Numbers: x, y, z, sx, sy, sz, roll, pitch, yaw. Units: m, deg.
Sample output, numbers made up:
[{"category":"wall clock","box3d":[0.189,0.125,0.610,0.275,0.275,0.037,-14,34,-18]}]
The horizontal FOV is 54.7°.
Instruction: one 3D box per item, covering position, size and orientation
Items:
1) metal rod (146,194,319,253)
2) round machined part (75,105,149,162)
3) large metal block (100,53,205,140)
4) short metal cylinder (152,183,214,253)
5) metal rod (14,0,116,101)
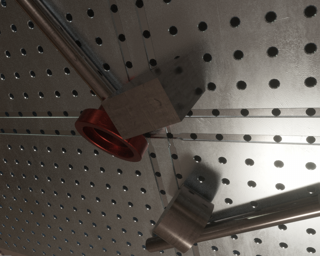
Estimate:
[{"category":"metal rod","box3d":[0.088,0.148,0.455,0.299,0.025,0.025,-29,103,37]},{"category":"round machined part","box3d":[-0.059,0.003,0.414,0.098,0.042,0.098,23,157,11]},{"category":"large metal block","box3d":[-0.005,-0.036,0.355,0.080,0.080,0.050,-18,109,35]},{"category":"short metal cylinder","box3d":[0.033,0.126,0.435,0.050,0.080,0.079,34,129,6]},{"category":"metal rod","box3d":[-0.158,-0.149,0.399,0.025,0.025,0.300,-34,100,38]}]
